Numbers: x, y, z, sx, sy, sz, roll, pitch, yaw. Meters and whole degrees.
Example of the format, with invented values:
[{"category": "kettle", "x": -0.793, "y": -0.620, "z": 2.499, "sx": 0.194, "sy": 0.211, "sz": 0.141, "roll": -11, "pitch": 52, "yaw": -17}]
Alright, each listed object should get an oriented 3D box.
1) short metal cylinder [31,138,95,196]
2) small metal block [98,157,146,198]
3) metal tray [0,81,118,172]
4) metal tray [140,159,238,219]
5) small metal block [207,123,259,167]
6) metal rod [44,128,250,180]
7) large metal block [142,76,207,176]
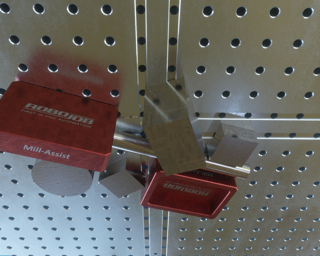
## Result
[{"category": "short metal cylinder", "x": -0.132, "y": 0.052, "z": 0.437, "sx": 0.081, "sy": 0.050, "sz": 0.079, "roll": 0, "pitch": 130, "yaw": 0}, {"category": "small metal block", "x": -0.058, "y": 0.077, "z": 0.478, "sx": 0.050, "sy": 0.025, "sz": 0.050, "roll": -26, "pitch": 126, "yaw": 20}, {"category": "metal tray", "x": -0.120, "y": -0.004, "z": 0.363, "sx": 0.131, "sy": 0.090, "sz": 0.030, "roll": 14, "pitch": 129, "yaw": -12}, {"category": "metal tray", "x": 0.044, "y": 0.098, "z": 0.491, "sx": 0.131, "sy": 0.030, "sz": 0.089, "roll": 14, "pitch": 129, "yaw": -12}, {"category": "small metal block", "x": 0.101, "y": 0.025, "z": 0.433, "sx": 0.050, "sy": 0.025, "sz": 0.050, "roll": 13, "pitch": 129, "yaw": -11}, {"category": "metal rod", "x": -0.013, "y": 0.028, "z": 0.435, "sx": 0.302, "sy": 0.025, "sz": 0.025, "roll": 15, "pitch": 129, "yaw": -13}, {"category": "large metal block", "x": 0.018, "y": -0.002, "z": 0.375, "sx": 0.050, "sy": 0.080, "sz": 0.080, "roll": -14, "pitch": 129, "yaw": 12}]
